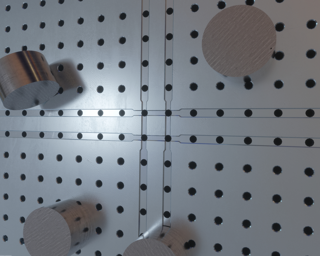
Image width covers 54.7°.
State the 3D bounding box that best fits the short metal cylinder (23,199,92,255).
[{"bbox_3d":[-0.148,0.149,0.450,0.080,0.050,0.079,0,90,19],"label":"short metal cylinder"}]

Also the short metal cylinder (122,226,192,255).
[{"bbox_3d":[-0.003,0.174,0.400,0.080,0.050,0.079,0,90,19],"label":"short metal cylinder"}]

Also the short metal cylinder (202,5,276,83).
[{"bbox_3d":[0.094,-0.096,0.366,0.080,0.050,0.079,0,90,19],"label":"short metal cylinder"}]

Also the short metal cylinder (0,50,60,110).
[{"bbox_3d":[-0.196,-0.068,0.451,0.080,0.080,0.050,-31,80,17],"label":"short metal cylinder"}]
